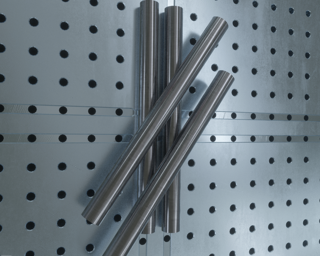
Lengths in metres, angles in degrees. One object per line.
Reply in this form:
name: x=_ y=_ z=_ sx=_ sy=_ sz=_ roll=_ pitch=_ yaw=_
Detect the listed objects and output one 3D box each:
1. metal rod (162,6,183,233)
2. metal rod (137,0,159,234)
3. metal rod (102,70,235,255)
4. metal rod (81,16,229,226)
metal rod: x=0.017 y=-0.011 z=0.419 sx=0.025 sy=0.025 sz=0.298 roll=1 pitch=90 yaw=-20
metal rod: x=-0.016 y=-0.014 z=0.407 sx=0.025 sy=0.025 sz=0.298 roll=1 pitch=90 yaw=-20
metal rod: x=0.010 y=0.053 z=0.389 sx=0.025 sy=0.025 sz=0.300 roll=36 pitch=78 yaw=-17
metal rod: x=0.000 y=-0.017 z=0.387 sx=0.025 sy=0.025 sz=0.300 roll=37 pitch=78 yaw=-17
